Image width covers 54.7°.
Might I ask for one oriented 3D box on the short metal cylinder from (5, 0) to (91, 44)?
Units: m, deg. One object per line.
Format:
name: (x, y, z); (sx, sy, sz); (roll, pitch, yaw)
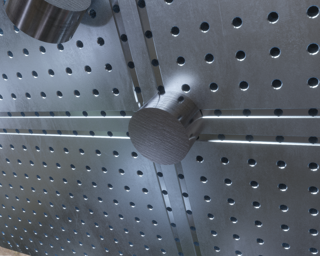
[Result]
short metal cylinder: (-0.127, -0.144, 0.354); (0.080, 0.080, 0.050); (44, 129, -3)

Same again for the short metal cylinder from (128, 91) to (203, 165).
short metal cylinder: (0.008, 0.000, 0.391); (0.080, 0.050, 0.079); (13, 124, 21)
